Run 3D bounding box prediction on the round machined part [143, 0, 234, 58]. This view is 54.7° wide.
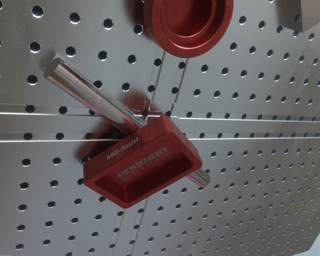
[{"bbox_3d":[0.027,-0.130,0.336,0.099,0.042,0.097,-14,125,-21],"label":"round machined part"}]

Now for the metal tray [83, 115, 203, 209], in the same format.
[{"bbox_3d":[-0.022,0.049,0.403,0.130,0.030,0.090,-32,133,13],"label":"metal tray"}]

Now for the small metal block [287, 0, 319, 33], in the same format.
[{"bbox_3d":[0.203,-0.167,0.422,0.050,0.025,0.050,-32,129,-8],"label":"small metal block"}]

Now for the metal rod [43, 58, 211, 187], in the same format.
[{"bbox_3d":[-0.019,0.012,0.409,0.025,0.025,0.301,-47,130,5],"label":"metal rod"}]
